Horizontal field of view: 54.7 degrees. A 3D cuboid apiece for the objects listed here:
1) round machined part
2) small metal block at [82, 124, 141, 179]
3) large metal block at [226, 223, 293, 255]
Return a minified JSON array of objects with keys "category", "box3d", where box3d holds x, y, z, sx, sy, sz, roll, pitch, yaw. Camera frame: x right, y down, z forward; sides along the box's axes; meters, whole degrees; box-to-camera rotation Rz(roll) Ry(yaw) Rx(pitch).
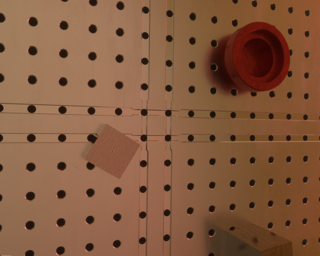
[{"category":"round machined part","box3d":[0.137,-0.101,0.454,0.099,0.042,0.097,0,90,-20]},{"category":"small metal block","box3d":[-0.061,0.029,0.390,0.050,0.025,0.050,34,79,-17]},{"category":"large metal block","box3d":[0.139,0.190,0.435,0.050,0.080,0.079,-7,93,-20]}]
